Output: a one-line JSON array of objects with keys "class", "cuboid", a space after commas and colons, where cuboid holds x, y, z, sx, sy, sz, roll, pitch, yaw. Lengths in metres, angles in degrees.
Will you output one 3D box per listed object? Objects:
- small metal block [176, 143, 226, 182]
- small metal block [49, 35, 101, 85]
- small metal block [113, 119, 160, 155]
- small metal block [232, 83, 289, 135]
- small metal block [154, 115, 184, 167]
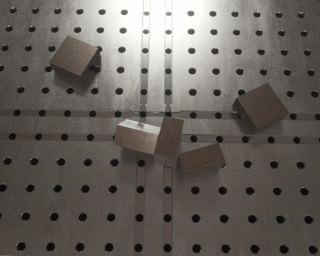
[{"class": "small metal block", "cuboid": [0.049, 0.044, 0.383, 0.050, 0.050, 0.025, -16, 71, -6]}, {"class": "small metal block", "cuboid": [-0.121, -0.098, 0.446, 0.050, 0.025, 0.050, 24, 72, 8]}, {"class": "small metal block", "cuboid": [-0.026, 0.010, 0.391, 0.050, 0.050, 0.025, 14, 100, 4]}, {"class": "small metal block", "cuboid": [0.137, -0.027, 0.423, 0.050, 0.025, 0.050, -26, 72, -9]}, {"class": "small metal block", "cuboid": [0.011, 0.019, 0.392, 0.025, 0.050, 0.050, 14, 71, 5]}]
